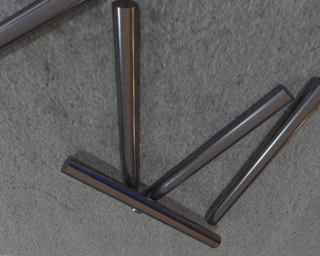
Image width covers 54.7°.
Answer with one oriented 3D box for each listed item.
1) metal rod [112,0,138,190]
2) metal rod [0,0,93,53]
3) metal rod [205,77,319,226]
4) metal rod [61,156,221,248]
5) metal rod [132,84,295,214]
[{"bbox_3d":[-0.041,-0.008,0.399,0.025,0.025,0.298,2,130,-2],"label":"metal rod"},{"bbox_3d":[-0.158,-0.098,0.321,0.300,0.025,0.025,-22,127,17],"label":"metal rod"},{"bbox_3d":[0.142,0.054,0.455,0.025,0.025,0.298,15,129,-13],"label":"metal rod"},{"bbox_3d":[-0.013,0.124,0.478,0.301,0.025,0.025,34,122,-27],"label":"metal rod"},{"bbox_3d":[0.057,0.045,0.446,0.025,0.025,0.299,32,123,-25],"label":"metal rod"}]
